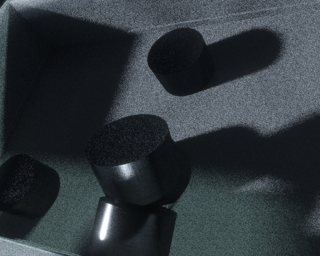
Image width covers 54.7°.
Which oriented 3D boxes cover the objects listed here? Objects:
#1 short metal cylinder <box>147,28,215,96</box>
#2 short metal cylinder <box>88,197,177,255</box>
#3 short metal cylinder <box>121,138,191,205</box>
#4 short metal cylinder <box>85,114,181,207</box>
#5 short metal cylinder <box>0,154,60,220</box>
[{"bbox_3d":[0.030,-0.091,0.429,0.080,0.050,0.080,-13,56,20],"label":"short metal cylinder"},{"bbox_3d":[-0.027,0.103,0.313,0.080,0.080,0.050,8,82,31],"label":"short metal cylinder"},{"bbox_3d":[-0.010,0.046,0.365,0.080,0.050,0.080,-13,56,20],"label":"short metal cylinder"},{"bbox_3d":[-0.025,0.029,0.300,0.080,0.050,0.080,-12,32,8],"label":"short metal cylinder"},{"bbox_3d":[-0.190,0.083,0.436,0.080,0.050,0.080,-13,56,20],"label":"short metal cylinder"}]
